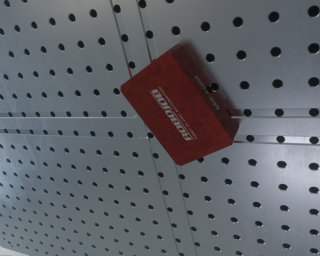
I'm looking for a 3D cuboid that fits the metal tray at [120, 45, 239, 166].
[{"bbox_3d":[0.023,-0.023,0.382,0.090,0.030,0.130,-29,103,37],"label":"metal tray"}]
